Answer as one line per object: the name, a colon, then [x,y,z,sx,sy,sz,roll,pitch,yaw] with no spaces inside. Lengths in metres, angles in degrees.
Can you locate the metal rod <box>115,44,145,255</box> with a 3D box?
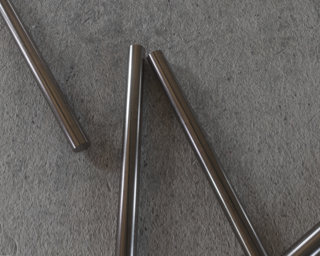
metal rod: [-0.037,0.027,0.397,0.025,0.025,0.299,1,70,0]

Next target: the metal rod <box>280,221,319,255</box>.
metal rod: [0.175,0.136,0.359,0.301,0.025,0.025,-34,74,-12]

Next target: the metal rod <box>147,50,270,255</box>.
metal rod: [0.054,0.025,0.399,0.025,0.025,0.299,-23,72,-8]

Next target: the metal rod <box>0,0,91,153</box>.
metal rod: [-0.178,-0.095,0.441,0.025,0.025,0.299,-30,73,-10]
